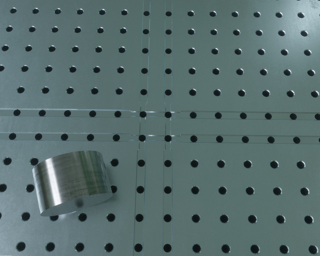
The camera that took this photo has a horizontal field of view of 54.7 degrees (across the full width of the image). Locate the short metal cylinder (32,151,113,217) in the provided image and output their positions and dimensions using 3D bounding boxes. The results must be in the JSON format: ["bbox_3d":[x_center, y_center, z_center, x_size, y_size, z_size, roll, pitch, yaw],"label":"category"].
[{"bbox_3d":[-0.100,0.065,0.358,0.081,0.080,0.050,-17,71,-6],"label":"short metal cylinder"}]
